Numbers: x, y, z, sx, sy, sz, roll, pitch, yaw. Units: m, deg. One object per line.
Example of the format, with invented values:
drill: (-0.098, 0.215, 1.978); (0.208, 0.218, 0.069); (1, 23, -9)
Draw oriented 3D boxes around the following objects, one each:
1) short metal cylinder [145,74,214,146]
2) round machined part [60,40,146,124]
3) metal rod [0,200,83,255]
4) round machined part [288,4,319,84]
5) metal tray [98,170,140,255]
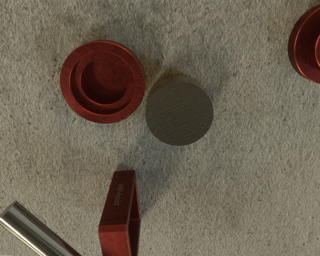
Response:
short metal cylinder: (0.023, -0.024, 0.388); (0.081, 0.050, 0.079); (0, 110, -1)
round machined part: (-0.066, -0.058, 0.379); (0.099, 0.042, 0.097); (0, 110, -1)
metal rod: (-0.051, 0.186, 0.338); (0.025, 0.025, 0.300); (-39, 106, 13)
round machined part: (0.209, -0.099, 0.367); (0.099, 0.042, 0.097); (0, 110, -1)
metal tray: (-0.047, 0.123, 0.399); (0.030, 0.130, 0.089); (-4, 110, 1)
